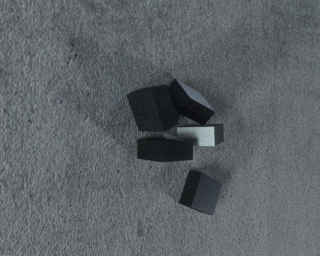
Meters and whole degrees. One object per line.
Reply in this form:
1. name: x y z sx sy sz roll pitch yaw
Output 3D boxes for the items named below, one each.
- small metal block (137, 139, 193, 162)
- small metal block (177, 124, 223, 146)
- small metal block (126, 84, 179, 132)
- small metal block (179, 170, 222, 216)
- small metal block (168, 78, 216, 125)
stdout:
1. small metal block: 0.006 0.027 0.393 0.050 0.050 0.025 1 90 -40
2. small metal block: 0.056 0.009 0.424 0.050 0.050 0.025 -12 100 -65
3. small metal block: -0.010 -0.023 0.380 0.025 0.050 0.050 -29 108 -36
4. small metal block: 0.061 0.096 0.455 0.050 0.025 0.050 31 71 -36
5. small metal block: 0.040 -0.035 0.418 0.050 0.050 0.025 23 115 -38
